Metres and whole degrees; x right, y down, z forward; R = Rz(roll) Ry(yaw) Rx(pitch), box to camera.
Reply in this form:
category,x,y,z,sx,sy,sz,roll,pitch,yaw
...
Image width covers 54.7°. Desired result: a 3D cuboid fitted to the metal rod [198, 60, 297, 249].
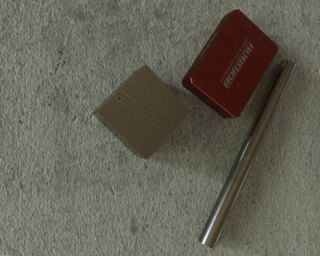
category,x,y,z,sx,sy,sz,roll,pitch,yaw
metal rod,0.133,0.032,0.458,0.025,0.025,0.299,30,80,-18

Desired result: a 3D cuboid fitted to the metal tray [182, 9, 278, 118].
category,x,y,z,sx,sy,sz,roll,pitch,yaw
metal tray,0.102,-0.090,0.444,0.090,0.030,0.130,36,78,-17

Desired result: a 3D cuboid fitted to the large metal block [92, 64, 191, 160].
category,x,y,z,sx,sy,sz,roll,pitch,yaw
large metal block,-0.024,-0.019,0.387,0.080,0.050,0.080,46,76,-14
